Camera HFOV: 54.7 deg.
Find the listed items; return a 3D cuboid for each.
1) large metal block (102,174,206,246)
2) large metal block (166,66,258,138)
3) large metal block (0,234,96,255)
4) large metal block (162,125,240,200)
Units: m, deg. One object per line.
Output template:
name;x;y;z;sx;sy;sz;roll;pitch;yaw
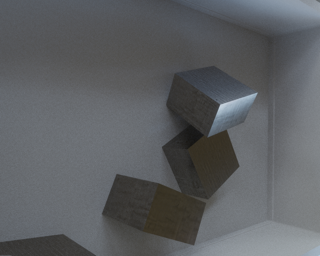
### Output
large metal block;-0.007;0.095;0.367;0.080;0.080;0.050;30;71;-36
large metal block;0.069;-0.040;0.422;0.081;0.080;0.050;-19;137;-39
large metal block;-0.112;0.136;0.278;0.081;0.080;0.050;7;85;-40
large metal block;0.060;0.042;0.444;0.081;0.050;0.080;-36;113;-34
